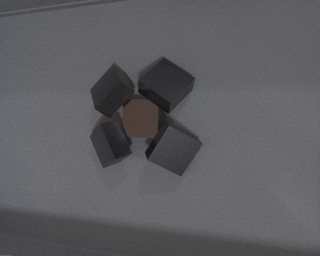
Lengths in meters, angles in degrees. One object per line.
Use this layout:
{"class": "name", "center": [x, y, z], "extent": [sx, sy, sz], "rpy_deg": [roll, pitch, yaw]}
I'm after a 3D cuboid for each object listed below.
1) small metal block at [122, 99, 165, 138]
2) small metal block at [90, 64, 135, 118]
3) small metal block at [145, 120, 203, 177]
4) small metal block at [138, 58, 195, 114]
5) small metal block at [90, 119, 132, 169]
{"class": "small metal block", "center": [-0.022, -0.012, 0.415], "extent": [0.050, 0.025, 0.050], "rpy_deg": [2, 91, 20]}
{"class": "small metal block", "center": [-0.065, -0.050, 0.418], "extent": [0.050, 0.025, 0.050], "rpy_deg": [-44, 39, 15]}
{"class": "small metal block", "center": [0.017, 0.026, 0.390], "extent": [0.050, 0.025, 0.050], "rpy_deg": [29, 101, -17]}
{"class": "small metal block", "center": [0.008, -0.054, 0.393], "extent": [0.050, 0.025, 0.050], "rpy_deg": [37, 64, 16]}
{"class": "small metal block", "center": [-0.068, 0.022, 0.420], "extent": [0.050, 0.025, 0.050], "rpy_deg": [-36, 76, 55]}
